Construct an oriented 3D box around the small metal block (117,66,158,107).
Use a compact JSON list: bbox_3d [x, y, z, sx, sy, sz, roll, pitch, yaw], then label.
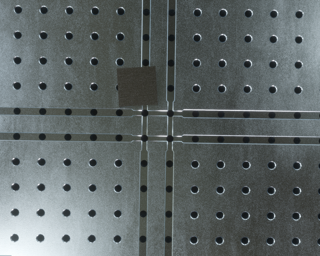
[{"bbox_3d":[-0.029,-0.054,0.413,0.050,0.025,0.050,-3,90,0],"label":"small metal block"}]
